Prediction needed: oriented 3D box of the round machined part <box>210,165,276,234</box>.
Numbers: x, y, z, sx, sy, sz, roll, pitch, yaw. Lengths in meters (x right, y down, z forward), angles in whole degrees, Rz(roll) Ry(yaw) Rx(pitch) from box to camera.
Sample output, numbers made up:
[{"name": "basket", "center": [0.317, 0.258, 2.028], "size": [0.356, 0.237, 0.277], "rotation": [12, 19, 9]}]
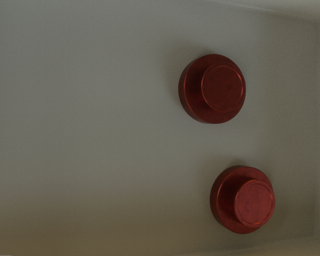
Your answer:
[{"name": "round machined part", "center": [0.126, 0.105, 0.448], "size": [0.099, 0.042, 0.097], "rotation": [0, 90, -20]}]

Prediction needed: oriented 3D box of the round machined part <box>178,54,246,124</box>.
[{"name": "round machined part", "center": [0.079, -0.054, 0.430], "size": [0.099, 0.042, 0.097], "rotation": [0, 90, -20]}]
